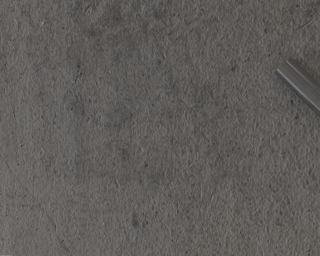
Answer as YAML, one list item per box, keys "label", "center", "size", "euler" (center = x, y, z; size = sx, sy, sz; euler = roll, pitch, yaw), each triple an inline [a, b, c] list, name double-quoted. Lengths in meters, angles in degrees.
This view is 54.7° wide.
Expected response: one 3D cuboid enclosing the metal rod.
- label: "metal rod"
  center: [0.237, 0.038, 0.325]
  size: [0.025, 0.025, 0.300]
  euler: [-44, 77, 15]
